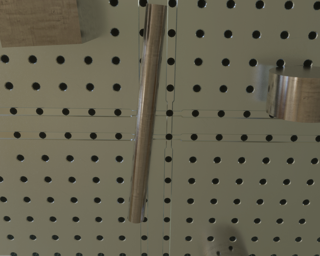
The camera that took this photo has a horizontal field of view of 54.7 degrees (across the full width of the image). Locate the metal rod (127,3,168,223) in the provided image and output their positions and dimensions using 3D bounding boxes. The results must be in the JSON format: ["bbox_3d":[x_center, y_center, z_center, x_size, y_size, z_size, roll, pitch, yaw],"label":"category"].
[{"bbox_3d":[-0.020,-0.004,0.411,0.025,0.025,0.298,6,110,-2],"label":"metal rod"}]

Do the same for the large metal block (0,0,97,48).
[{"bbox_3d":[-0.119,-0.119,0.339,0.080,0.080,0.050,-3,110,1],"label":"large metal block"}]

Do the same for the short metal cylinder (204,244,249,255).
[{"bbox_3d":[0.108,0.232,0.486,0.081,0.050,0.079,0,110,0],"label":"short metal cylinder"}]

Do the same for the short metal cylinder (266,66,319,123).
[{"bbox_3d":[0.170,-0.043,0.370,0.080,0.080,0.050,-2,110,0],"label":"short metal cylinder"}]
